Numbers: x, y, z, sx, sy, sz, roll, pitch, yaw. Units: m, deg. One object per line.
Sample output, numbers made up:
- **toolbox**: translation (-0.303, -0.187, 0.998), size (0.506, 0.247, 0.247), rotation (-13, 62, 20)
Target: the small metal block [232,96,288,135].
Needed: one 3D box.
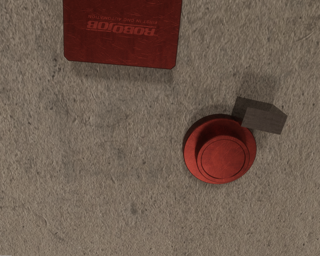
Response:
- **small metal block**: translation (0.124, -0.017, 0.392), size (0.050, 0.050, 0.025), rotation (12, 110, -5)

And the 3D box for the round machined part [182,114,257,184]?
- **round machined part**: translation (0.081, 0.033, 0.414), size (0.099, 0.042, 0.097), rotation (0, 110, -1)

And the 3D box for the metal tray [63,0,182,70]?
- **metal tray**: translation (-0.043, -0.121, 0.362), size (0.131, 0.030, 0.089), rotation (4, 110, -2)
